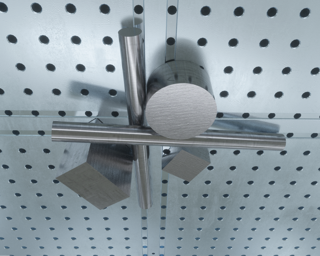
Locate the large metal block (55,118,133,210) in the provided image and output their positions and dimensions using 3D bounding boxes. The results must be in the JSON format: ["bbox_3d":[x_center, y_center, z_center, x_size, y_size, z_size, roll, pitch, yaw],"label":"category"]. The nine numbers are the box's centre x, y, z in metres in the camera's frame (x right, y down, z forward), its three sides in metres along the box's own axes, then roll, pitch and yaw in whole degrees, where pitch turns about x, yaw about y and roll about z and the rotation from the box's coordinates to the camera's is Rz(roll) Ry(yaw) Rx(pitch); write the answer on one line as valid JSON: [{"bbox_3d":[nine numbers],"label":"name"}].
[{"bbox_3d":[-0.082,0.048,0.414,0.050,0.080,0.080,-28,125,21],"label":"large metal block"}]

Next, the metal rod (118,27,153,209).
[{"bbox_3d":[-0.028,0.012,0.422,0.025,0.025,0.298,-1,130,1],"label":"metal rod"}]

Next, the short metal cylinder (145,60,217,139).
[{"bbox_3d":[0.024,-0.033,0.368,0.081,0.050,0.079,0,130,0],"label":"short metal cylinder"}]

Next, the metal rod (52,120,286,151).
[{"bbox_3d":[0.021,0.012,0.397,0.302,0.025,0.025,3,131,-13],"label":"metal rod"}]

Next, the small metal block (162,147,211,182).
[{"bbox_3d":[0.037,0.047,0.454,0.050,0.025,0.050,26,125,-21],"label":"small metal block"}]
